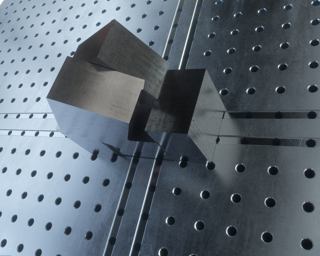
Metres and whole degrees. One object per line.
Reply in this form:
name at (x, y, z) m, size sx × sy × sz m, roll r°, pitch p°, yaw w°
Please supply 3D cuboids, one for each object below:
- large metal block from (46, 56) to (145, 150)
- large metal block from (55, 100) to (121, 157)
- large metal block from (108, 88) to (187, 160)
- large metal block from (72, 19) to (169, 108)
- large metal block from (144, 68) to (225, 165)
large metal block at (-0.066, -0.023, 0.334) m, size 0.080 × 0.080 × 0.050 m, roll 17°, pitch 67°, yaw -1°
large metal block at (-0.083, -0.014, 0.424) m, size 0.050 × 0.080 × 0.080 m, roll 2°, pitch 63°, yaw 29°
large metal block at (-0.018, -0.008, 0.403) m, size 0.080 × 0.050 × 0.080 m, roll 3°, pitch 63°, yaw 29°
large metal block at (-0.051, -0.066, 0.357) m, size 0.080 × 0.080 × 0.050 m, roll -12°, pitch 53°, yaw 48°
large metal block at (0.033, -0.012, 0.361) m, size 0.050 × 0.080 × 0.080 m, roll 4°, pitch 64°, yaw 30°
